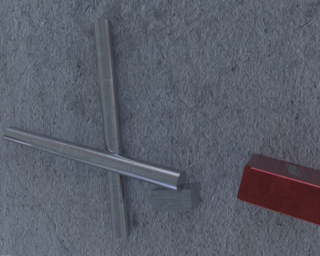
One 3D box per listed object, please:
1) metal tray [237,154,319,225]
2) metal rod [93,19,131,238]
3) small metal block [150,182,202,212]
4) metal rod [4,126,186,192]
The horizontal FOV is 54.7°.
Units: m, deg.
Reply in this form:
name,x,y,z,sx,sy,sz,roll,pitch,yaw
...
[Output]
name,x,y,z,sx,sy,sz,roll,pitch,yaw
metal tray,0.131,0.056,0.307,0.090,0.130,0.030,15,95,19
metal rod,-0.067,-0.001,0.432,0.025,0.025,0.298,-6,88,20
small metal block,0.021,0.086,0.388,0.050,0.050,0.025,-6,88,20
metal rod,-0.106,0.035,0.424,0.300,0.025,0.025,11,94,27
